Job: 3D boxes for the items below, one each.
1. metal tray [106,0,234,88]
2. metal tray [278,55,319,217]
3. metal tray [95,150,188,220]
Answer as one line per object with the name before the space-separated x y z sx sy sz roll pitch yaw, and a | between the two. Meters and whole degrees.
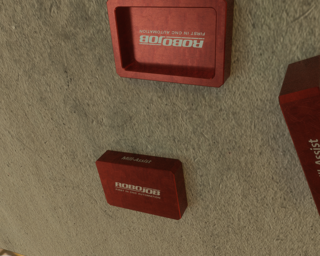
metal tray | 0.010 -0.097 0.337 0.130 0.030 0.089 10 123 23
metal tray | 0.151 0.008 0.289 0.030 0.090 0.130 -15 111 34
metal tray | -0.028 0.085 0.471 0.130 0.030 0.089 5 121 25
